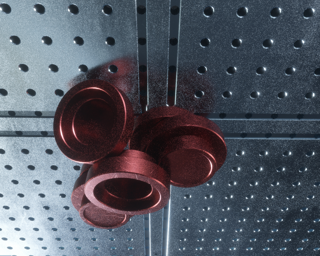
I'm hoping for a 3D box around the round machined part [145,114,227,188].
[{"bbox_3d":[0.031,0.034,0.373,0.099,0.042,0.097,0,130,0],"label":"round machined part"}]

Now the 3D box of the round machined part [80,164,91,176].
[{"bbox_3d":[-0.067,0.083,0.443,0.099,0.042,0.097,0,130,0],"label":"round machined part"}]

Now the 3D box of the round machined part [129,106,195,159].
[{"bbox_3d":[0.010,0.023,0.393,0.099,0.042,0.097,0,130,0],"label":"round machined part"}]

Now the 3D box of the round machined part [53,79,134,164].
[{"bbox_3d":[-0.074,-0.005,0.370,0.098,0.098,0.042,-22,162,17],"label":"round machined part"}]

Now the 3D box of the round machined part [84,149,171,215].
[{"bbox_3d":[-0.036,0.062,0.368,0.098,0.042,0.098,2,138,2],"label":"round machined part"}]

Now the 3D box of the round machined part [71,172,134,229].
[{"bbox_3d":[-0.074,0.105,0.433,0.099,0.042,0.097,0,130,0],"label":"round machined part"}]
